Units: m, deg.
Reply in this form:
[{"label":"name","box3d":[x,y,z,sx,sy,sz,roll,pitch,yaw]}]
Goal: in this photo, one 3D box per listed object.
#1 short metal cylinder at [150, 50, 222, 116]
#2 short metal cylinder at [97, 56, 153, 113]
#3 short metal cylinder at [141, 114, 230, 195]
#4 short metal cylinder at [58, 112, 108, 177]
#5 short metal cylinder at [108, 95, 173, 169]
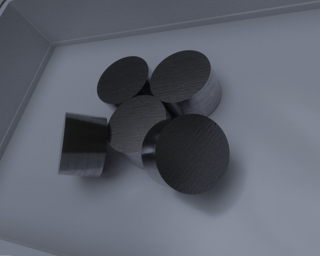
[{"label":"short metal cylinder","box3d":[0.034,-0.053,0.402,0.080,0.050,0.080,-13,56,20]},{"label":"short metal cylinder","box3d":[-0.041,-0.055,0.440,0.080,0.050,0.080,-13,56,20]},{"label":"short metal cylinder","box3d":[0.026,0.027,0.329,0.080,0.080,0.050,-58,14,-13]},{"label":"short metal cylinder","box3d":[-0.101,0.022,0.399,0.050,0.080,0.080,7,54,-19]},{"label":"short metal cylinder","box3d":[-0.019,0.006,0.391,0.080,0.050,0.080,-13,56,20]}]
